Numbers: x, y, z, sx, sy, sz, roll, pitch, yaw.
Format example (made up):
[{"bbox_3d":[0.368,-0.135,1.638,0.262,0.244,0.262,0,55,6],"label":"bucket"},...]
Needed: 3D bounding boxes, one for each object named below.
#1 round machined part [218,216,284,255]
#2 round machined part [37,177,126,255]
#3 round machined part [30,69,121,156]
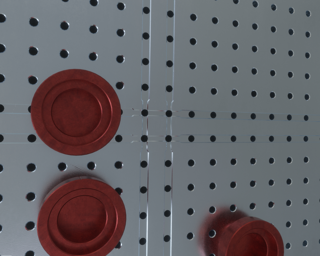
[{"bbox_3d":[0.126,0.177,0.450,0.099,0.042,0.097,0,90,-20],"label":"round machined part"},{"bbox_3d":[-0.093,0.106,0.369,0.099,0.042,0.097,0,90,-20],"label":"round machined part"},{"bbox_3d":[-0.099,-0.018,0.367,0.099,0.042,0.097,0,90,-20],"label":"round machined part"}]
